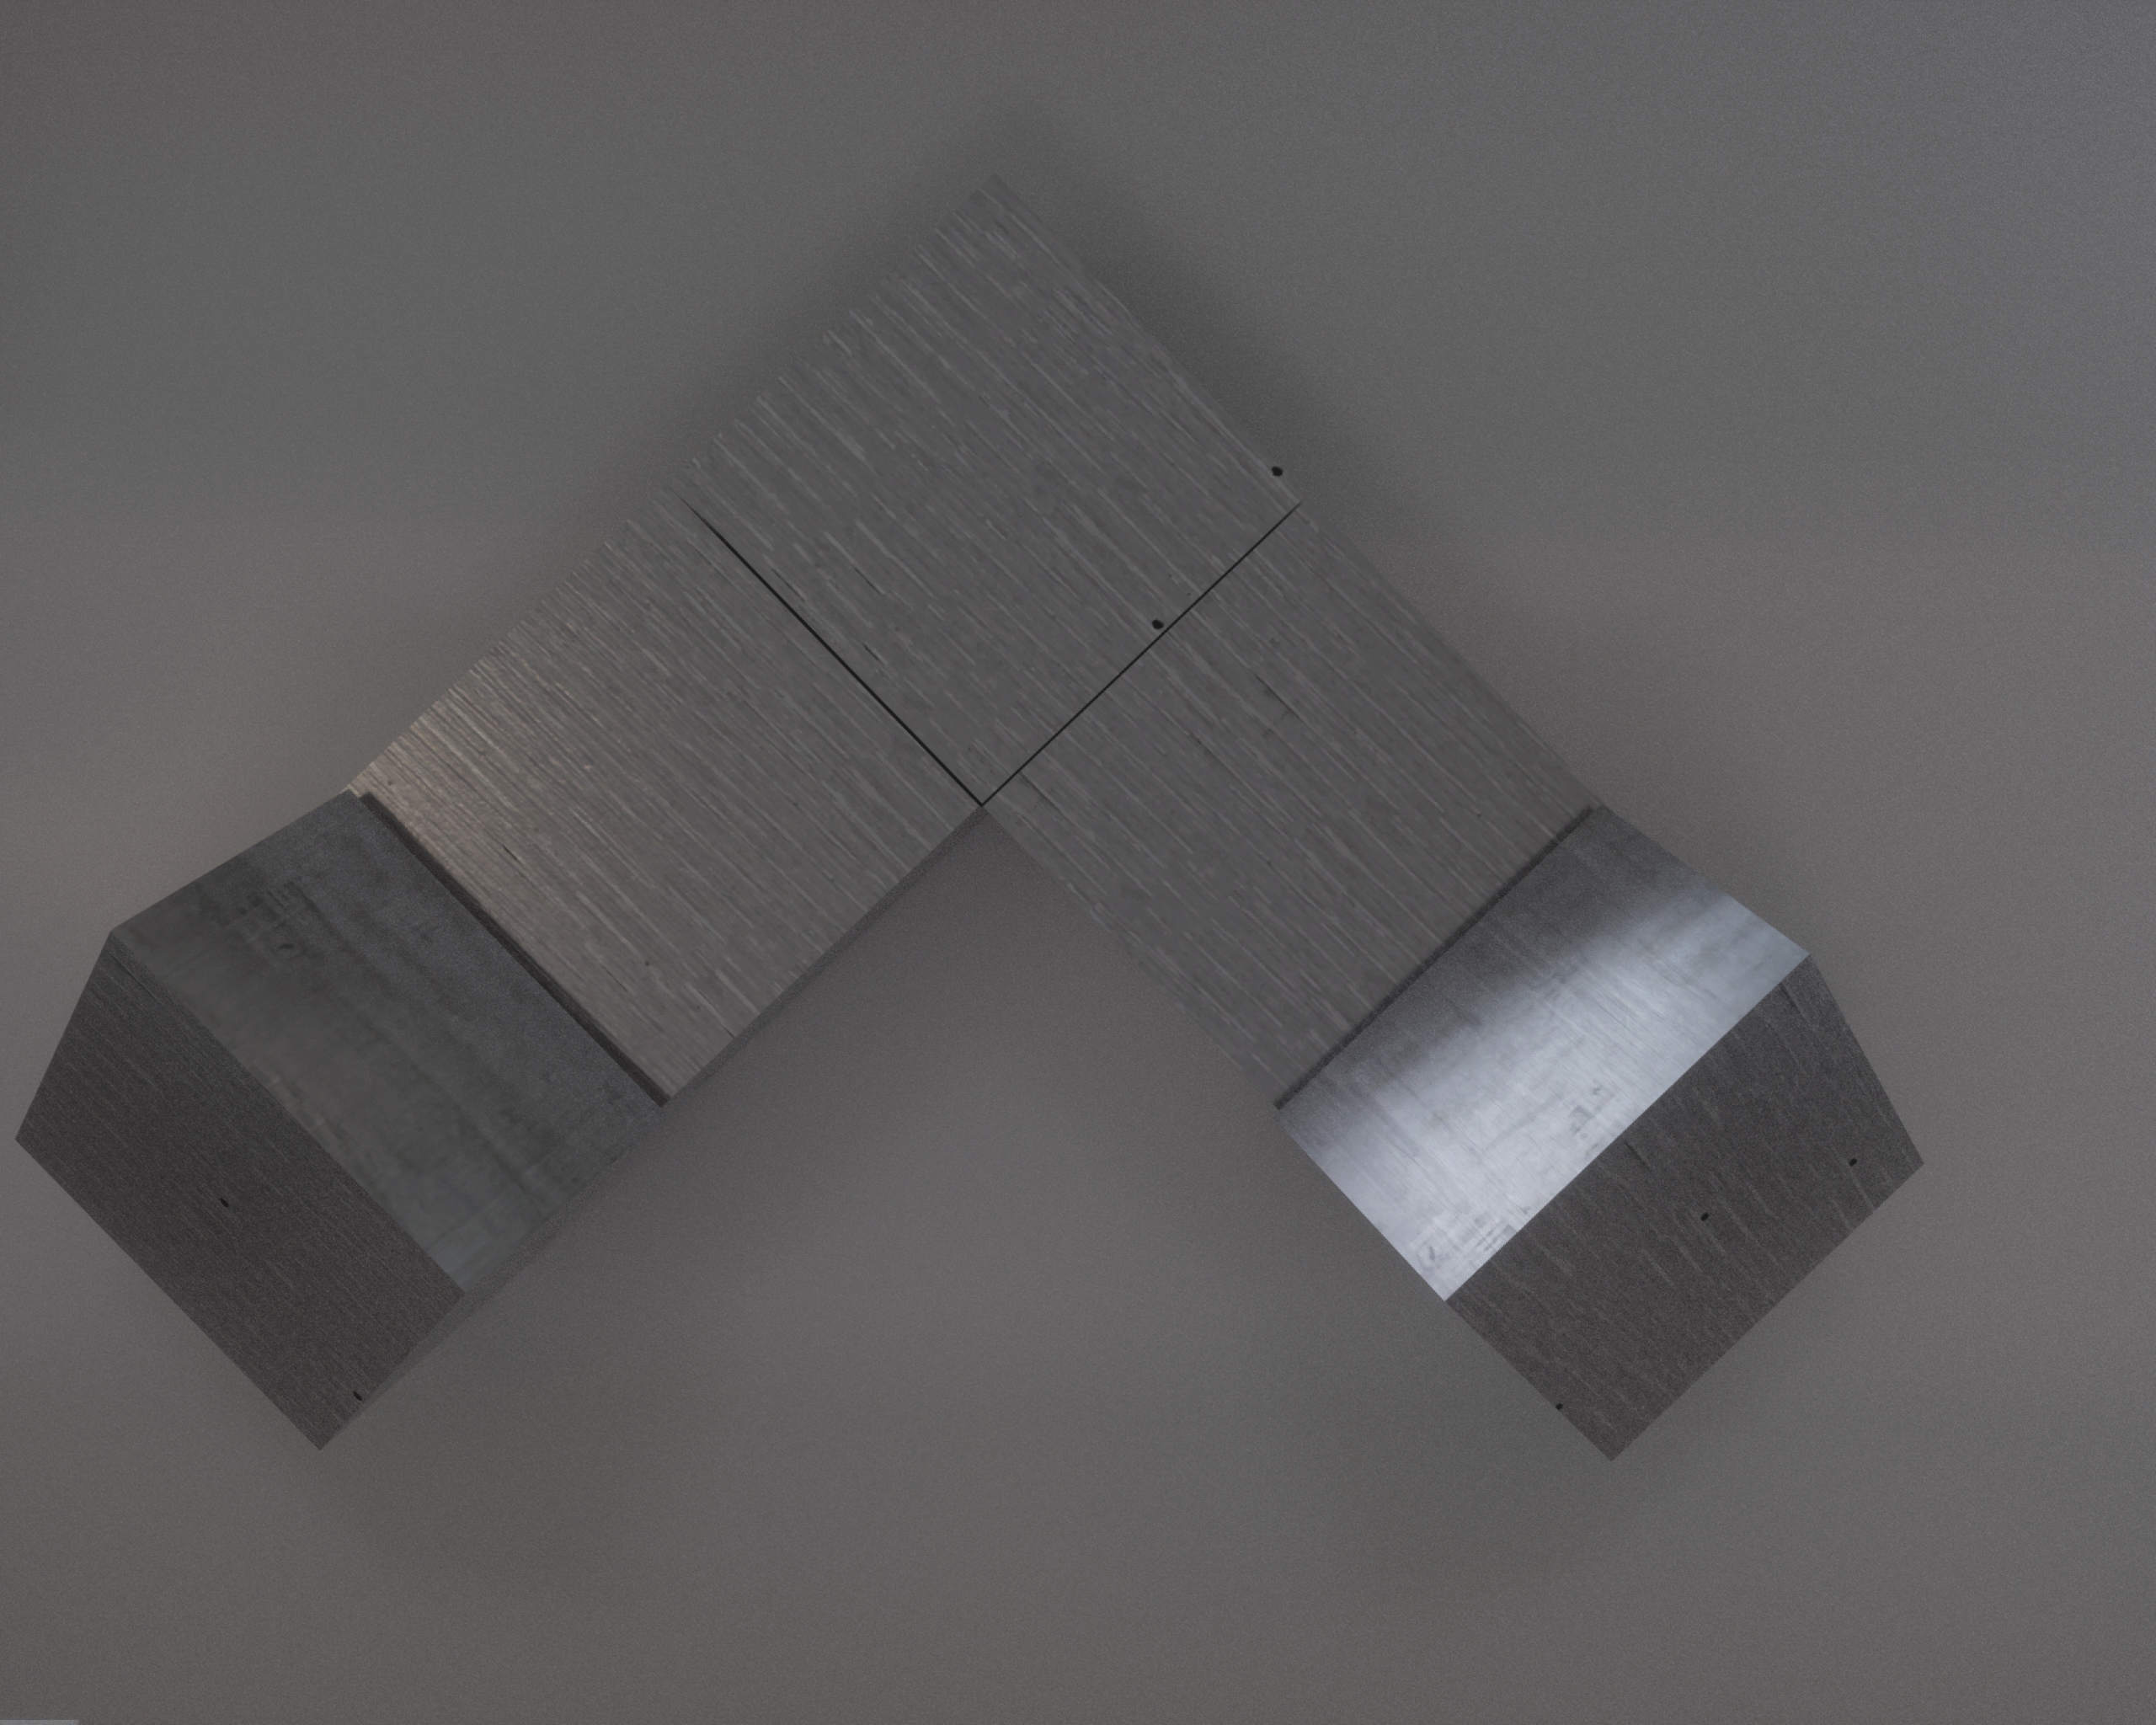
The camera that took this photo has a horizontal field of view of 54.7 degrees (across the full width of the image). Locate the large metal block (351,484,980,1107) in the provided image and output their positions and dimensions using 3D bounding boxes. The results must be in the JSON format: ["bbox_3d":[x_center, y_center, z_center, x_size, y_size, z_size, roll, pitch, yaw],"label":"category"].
[{"bbox_3d":[-0.074,-0.011,0.396,0.080,0.050,0.080,-44,90,0],"label":"large metal block"}]

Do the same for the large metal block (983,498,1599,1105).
[{"bbox_3d":[0.040,-0.009,0.397,0.080,0.050,0.080,-44,90,0],"label":"large metal block"}]

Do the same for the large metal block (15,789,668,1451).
[{"bbox_3d":[-0.134,0.048,0.374,0.080,0.050,0.080,46,133,0],"label":"large metal block"}]

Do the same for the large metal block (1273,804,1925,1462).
[{"bbox_3d":[0.096,0.050,0.377,0.080,0.050,0.080,-44,134,0],"label":"large metal block"}]

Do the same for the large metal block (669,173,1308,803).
[{"bbox_3d":[-0.016,-0.067,0.397,0.080,0.050,0.080,-44,90,0],"label":"large metal block"}]
